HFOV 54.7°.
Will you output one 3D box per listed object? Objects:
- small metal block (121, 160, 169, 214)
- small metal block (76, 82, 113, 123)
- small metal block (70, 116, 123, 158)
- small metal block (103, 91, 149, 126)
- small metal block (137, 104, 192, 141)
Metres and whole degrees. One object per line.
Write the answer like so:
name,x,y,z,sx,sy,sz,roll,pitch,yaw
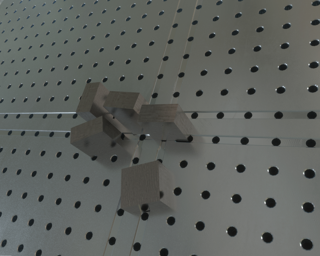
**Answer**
small metal block,-0.019,0.071,0.373,0.050,0.025,0.050,-16,55,19
small metal block,-0.092,-0.032,0.458,0.025,0.050,0.050,-1,61,27
small metal block,-0.087,0.014,0.428,0.050,0.050,0.025,-20,54,16
small metal block,-0.041,-0.026,0.428,0.050,0.050,0.025,7,65,31
small metal block,0.007,-0.006,0.391,0.050,0.050,0.025,1,62,28
